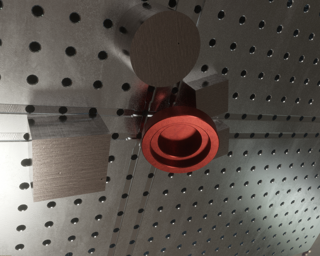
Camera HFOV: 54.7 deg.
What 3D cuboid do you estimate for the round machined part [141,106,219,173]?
[{"bbox_3d":[0.025,0.011,0.407,0.099,0.042,0.097,-1,128,0],"label":"round machined part"}]

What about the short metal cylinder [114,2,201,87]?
[{"bbox_3d":[-0.004,-0.091,0.338,0.081,0.050,0.079,-14,124,-21],"label":"short metal cylinder"}]

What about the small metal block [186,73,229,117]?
[{"bbox_3d":[0.065,-0.041,0.423,0.050,0.025,0.050,-20,126,-17],"label":"small metal block"}]

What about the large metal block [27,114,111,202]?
[{"bbox_3d":[-0.106,0.032,0.358,0.081,0.050,0.079,-4,120,-27],"label":"large metal block"}]

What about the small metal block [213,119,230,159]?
[{"bbox_3d":[0.076,0.021,0.468,0.050,0.025,0.050,-18,126,-18],"label":"small metal block"}]
